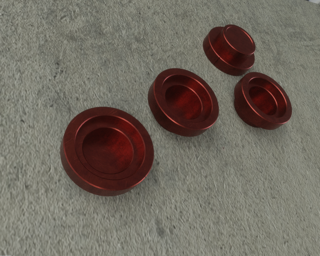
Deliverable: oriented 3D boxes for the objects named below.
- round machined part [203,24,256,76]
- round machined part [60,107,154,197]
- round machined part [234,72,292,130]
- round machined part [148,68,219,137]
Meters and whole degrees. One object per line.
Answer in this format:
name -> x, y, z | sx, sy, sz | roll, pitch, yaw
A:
round machined part -> 0.129, -0.144, 0.550 | 0.099, 0.042, 0.098 | 14, 56, -21
round machined part -> -0.060, 0.029, 0.343 | 0.099, 0.042, 0.098 | 14, 56, -21
round machined part -> 0.161, -0.039, 0.503 | 0.099, 0.042, 0.098 | 14, 56, -21
round machined part -> 0.028, -0.031, 0.427 | 0.099, 0.042, 0.098 | 14, 56, -21
